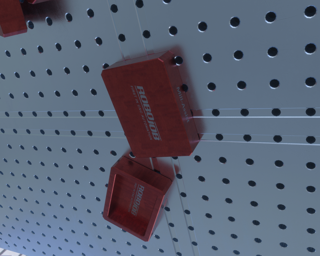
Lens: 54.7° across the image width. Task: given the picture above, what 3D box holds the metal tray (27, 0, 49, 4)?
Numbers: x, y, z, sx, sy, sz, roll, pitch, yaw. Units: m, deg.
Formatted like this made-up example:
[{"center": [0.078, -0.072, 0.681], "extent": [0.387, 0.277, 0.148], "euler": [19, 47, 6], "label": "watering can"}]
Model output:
[{"center": [-0.129, -0.214, 0.342], "extent": [0.130, 0.030, 0.090], "euler": [-25, 105, 36], "label": "metal tray"}]

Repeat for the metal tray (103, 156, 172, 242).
[{"center": [-0.040, 0.117, 0.499], "extent": [0.090, 0.030, 0.129], "euler": [25, 127, 12], "label": "metal tray"}]

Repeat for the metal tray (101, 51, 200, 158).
[{"center": [-0.011, -0.025, 0.397], "extent": [0.090, 0.030, 0.129], "euler": [-6, 116, 30], "label": "metal tray"}]

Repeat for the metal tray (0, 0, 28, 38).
[{"center": [-0.212, -0.185, 0.379], "extent": [0.090, 0.030, 0.129], "euler": [27, 133, 40], "label": "metal tray"}]
